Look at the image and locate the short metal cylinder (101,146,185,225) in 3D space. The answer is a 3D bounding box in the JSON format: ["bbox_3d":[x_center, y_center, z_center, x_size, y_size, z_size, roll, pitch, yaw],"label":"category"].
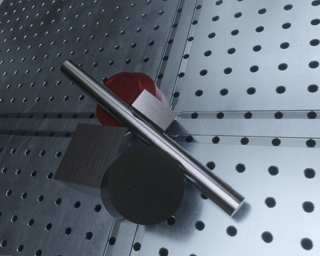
[{"bbox_3d":[-0.020,0.063,0.335,0.081,0.050,0.080,6,72,-18],"label":"short metal cylinder"}]

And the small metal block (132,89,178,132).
[{"bbox_3d":[-0.006,-0.019,0.394,0.050,0.050,0.025,38,85,4],"label":"small metal block"}]

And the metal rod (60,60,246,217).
[{"bbox_3d":[-0.026,-0.003,0.381,0.300,0.025,0.025,38,83,25],"label":"metal rod"}]

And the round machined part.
[{"bbox_3d":[-0.051,-0.042,0.448,0.098,0.042,0.098,-13,56,20],"label":"round machined part"}]

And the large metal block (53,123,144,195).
[{"bbox_3d":[-0.076,0.043,0.401,0.080,0.050,0.080,5,64,30],"label":"large metal block"}]
